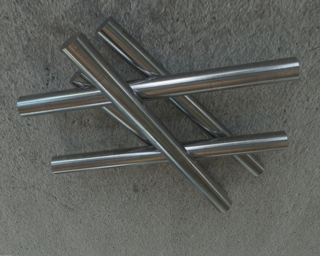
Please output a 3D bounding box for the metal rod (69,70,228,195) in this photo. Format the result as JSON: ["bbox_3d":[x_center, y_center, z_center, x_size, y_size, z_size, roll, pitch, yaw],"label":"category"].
[{"bbox_3d":[0.002,0.026,0.430,0.025,0.025,0.300,-33,123,25],"label":"metal rod"}]

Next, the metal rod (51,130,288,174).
[{"bbox_3d":[0.009,0.033,0.404,0.302,0.025,0.025,-7,130,5],"label":"metal rod"}]

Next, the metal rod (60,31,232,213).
[{"bbox_3d":[0.005,0.015,0.357,0.025,0.025,0.300,-28,126,21],"label":"metal rod"}]

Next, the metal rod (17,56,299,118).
[{"bbox_3d":[-0.007,-0.043,0.339,0.302,0.025,0.025,-7,130,5],"label":"metal rod"}]

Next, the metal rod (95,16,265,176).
[{"bbox_3d":[0.043,-0.022,0.390,0.025,0.025,0.301,-35,122,26],"label":"metal rod"}]
